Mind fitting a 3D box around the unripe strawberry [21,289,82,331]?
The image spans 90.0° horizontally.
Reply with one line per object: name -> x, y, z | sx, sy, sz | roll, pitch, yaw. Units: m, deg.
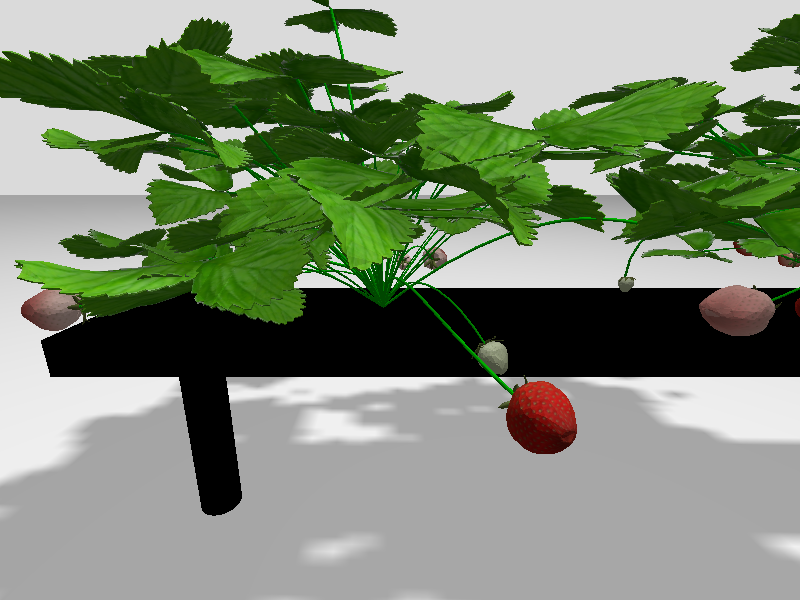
unripe strawberry -> -0.266, 0.006, 0.307 | 0.037, 0.032, 0.037 | -4, 17, -12

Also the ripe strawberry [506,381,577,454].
ripe strawberry -> 0.061, 0.051, 0.170 | 0.028, 0.030, 0.030 | -6, 18, -20

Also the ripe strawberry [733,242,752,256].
ripe strawberry -> 0.539, -0.087, 0.619 | 0.040, 0.042, 0.043 | 6, -6, 20

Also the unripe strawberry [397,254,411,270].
unripe strawberry -> 0.005, -0.050, 0.520 | 0.019, 0.022, 0.021 | 2, 3, 7

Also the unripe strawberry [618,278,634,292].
unripe strawberry -> 0.223, -0.015, 0.395 | 0.015, 0.015, 0.014 | 3, 17, 8

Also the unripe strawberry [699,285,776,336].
unripe strawberry -> 0.242, 0.008, 0.292 | 0.038, 0.038, 0.042 | -7, 18, -20

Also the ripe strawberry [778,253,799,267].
ripe strawberry -> 0.522, -0.057, 0.533 | 0.029, 0.025, 0.029 | 8, 18, 25

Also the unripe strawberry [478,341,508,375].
unripe strawberry -> 0.057, 0.036, 0.240 | 0.018, 0.019, 0.020 | -9, 49, -28

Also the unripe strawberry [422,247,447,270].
unripe strawberry -> 0.046, -0.055, 0.520 | 0.032, 0.029, 0.029 | 6, 17, 20

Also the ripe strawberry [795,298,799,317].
ripe strawberry -> 0.330, 0.006, 0.319 | 0.026, 0.028, 0.024 | -8, 18, -23
